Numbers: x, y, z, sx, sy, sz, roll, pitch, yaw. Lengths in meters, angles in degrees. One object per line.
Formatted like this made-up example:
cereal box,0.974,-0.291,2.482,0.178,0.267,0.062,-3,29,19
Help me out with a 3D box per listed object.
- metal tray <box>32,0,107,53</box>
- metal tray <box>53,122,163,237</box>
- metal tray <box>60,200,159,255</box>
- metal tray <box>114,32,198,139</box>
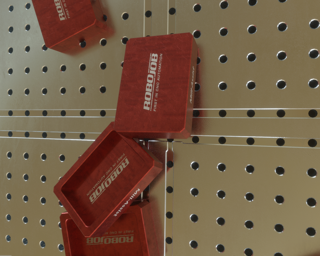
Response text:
metal tray,-0.142,-0.191,0.461,0.090,0.030,0.129,-21,83,18
metal tray,-0.071,0.067,0.414,0.130,0.030,0.090,-48,63,3
metal tray,-0.073,0.155,0.436,0.130,0.030,0.090,-11,86,19
metal tray,-0.003,-0.053,0.392,0.090,0.030,0.130,0,73,20
